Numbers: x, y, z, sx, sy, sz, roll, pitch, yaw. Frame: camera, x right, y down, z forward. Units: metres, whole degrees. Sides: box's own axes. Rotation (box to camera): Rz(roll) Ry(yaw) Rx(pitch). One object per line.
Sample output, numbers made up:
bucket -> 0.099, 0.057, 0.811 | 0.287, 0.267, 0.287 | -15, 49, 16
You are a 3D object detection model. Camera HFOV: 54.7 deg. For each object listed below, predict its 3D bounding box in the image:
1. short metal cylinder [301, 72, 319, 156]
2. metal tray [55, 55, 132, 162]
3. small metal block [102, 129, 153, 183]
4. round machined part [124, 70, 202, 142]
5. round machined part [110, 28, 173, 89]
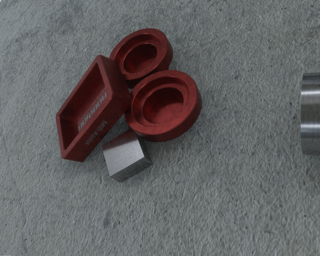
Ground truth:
short metal cylinder -> 0.163, -0.013, 0.291 | 0.050, 0.080, 0.080 | 1, 62, 28
metal tray -> -0.098, -0.026, 0.432 | 0.129, 0.030, 0.090 | -47, 46, 26
small metal block -> -0.043, 0.035, 0.404 | 0.050, 0.025, 0.050 | -30, 52, 8
round machined part -> 0.007, -0.024, 0.401 | 0.098, 0.042, 0.098 | -12, 55, 18
round machined part -> -0.025, -0.099, 0.465 | 0.098, 0.042, 0.098 | -13, 56, 20
